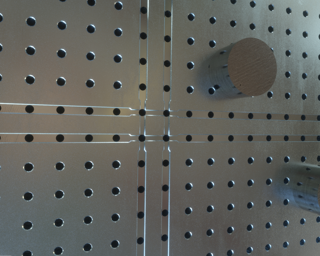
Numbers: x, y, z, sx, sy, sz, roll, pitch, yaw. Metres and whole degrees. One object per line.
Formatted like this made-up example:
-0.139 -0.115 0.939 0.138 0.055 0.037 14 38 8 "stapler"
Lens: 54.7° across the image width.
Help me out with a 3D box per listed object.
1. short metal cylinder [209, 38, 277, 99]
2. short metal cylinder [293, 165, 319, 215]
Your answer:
0.118 -0.083 0.444 0.081 0.050 0.079 0 90 -21 "short metal cylinder"
0.264 0.101 0.500 0.081 0.050 0.079 0 90 -21 "short metal cylinder"
